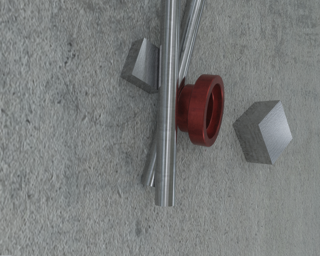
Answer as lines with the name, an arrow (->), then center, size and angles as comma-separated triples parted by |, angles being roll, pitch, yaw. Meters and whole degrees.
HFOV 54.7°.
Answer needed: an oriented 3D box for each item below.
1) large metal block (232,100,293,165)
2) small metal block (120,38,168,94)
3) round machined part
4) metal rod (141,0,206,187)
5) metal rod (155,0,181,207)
large metal block -> 0.182, 0.006, 0.544 | 0.080, 0.050, 0.080 | -40, 115, -33
small metal block -> -0.016, -0.077, 0.393 | 0.050, 0.025, 0.050 | 27, 73, -37
round machined part -> 0.055, -0.025, 0.426 | 0.098, 0.042, 0.097 | 8, 91, -66
metal rod -> 0.024, -0.067, 0.426 | 0.025, 0.025, 0.299 | 23, 75, -38
metal rod -> 0.011, -0.056, 0.382 | 0.025, 0.025, 0.298 | 3, 88, -40
